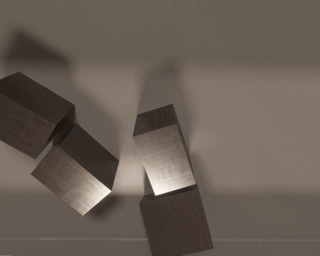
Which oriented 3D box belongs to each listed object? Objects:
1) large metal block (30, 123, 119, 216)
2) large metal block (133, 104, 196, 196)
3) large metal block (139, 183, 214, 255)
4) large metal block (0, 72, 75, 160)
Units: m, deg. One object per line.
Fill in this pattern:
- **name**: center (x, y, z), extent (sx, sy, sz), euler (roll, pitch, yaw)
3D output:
- **large metal block**: center (-0.104, 0.050, 0.399), extent (0.050, 0.080, 0.080), euler (-42, 105, 14)
- **large metal block**: center (0.006, 0.024, 0.391), extent (0.050, 0.080, 0.080), euler (-17, 109, 6)
- **large metal block**: center (0.023, 0.129, 0.432), extent (0.080, 0.050, 0.080), euler (-15, 88, 4)
- **large metal block**: center (-0.161, -0.018, 0.373), extent (0.080, 0.080, 0.050), euler (32, 107, -12)
